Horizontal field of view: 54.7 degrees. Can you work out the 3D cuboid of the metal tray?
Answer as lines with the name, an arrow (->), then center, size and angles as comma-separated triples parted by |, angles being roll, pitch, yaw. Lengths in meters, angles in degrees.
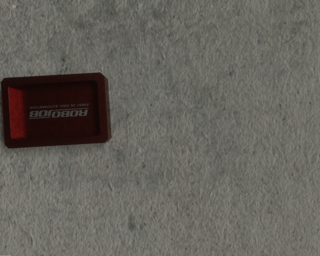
metal tray -> -0.133, -0.022, 0.405 | 0.131, 0.030, 0.089 | -3, 90, -1
